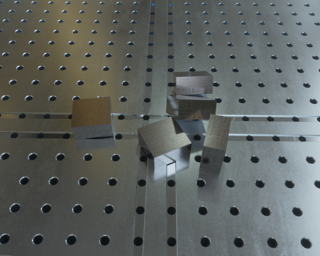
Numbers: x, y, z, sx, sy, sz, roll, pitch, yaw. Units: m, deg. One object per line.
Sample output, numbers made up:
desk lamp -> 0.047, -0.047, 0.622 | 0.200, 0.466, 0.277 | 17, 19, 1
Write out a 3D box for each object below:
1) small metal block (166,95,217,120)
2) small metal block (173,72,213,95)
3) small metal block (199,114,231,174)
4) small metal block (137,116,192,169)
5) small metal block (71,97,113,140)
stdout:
small metal block -> 0.040, -0.028, 0.409 | 0.050, 0.025, 0.050 | 0, 12, -16
small metal block -> 0.046, -0.066, 0.449 | 0.050, 0.025, 0.050 | -3, 18, -2
small metal block -> 0.067, 0.020, 0.375 | 0.025, 0.050, 0.050 | 12, 51, 10
small metal block -> 0.005, 0.017, 0.393 | 0.050, 0.025, 0.050 | -20, 53, -16
small metal block -> -0.091, -0.014, 0.419 | 0.050, 0.025, 0.050 | -6, 50, -5
